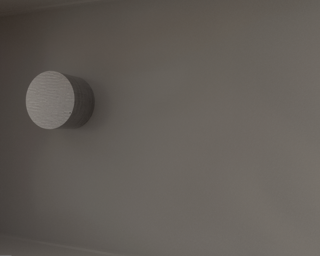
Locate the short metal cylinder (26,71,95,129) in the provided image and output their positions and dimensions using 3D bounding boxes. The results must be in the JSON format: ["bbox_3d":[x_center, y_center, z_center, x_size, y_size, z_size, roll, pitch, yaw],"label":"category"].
[{"bbox_3d":[-0.142,-0.038,0.446,0.080,0.050,0.079,0,90,19],"label":"short metal cylinder"}]
